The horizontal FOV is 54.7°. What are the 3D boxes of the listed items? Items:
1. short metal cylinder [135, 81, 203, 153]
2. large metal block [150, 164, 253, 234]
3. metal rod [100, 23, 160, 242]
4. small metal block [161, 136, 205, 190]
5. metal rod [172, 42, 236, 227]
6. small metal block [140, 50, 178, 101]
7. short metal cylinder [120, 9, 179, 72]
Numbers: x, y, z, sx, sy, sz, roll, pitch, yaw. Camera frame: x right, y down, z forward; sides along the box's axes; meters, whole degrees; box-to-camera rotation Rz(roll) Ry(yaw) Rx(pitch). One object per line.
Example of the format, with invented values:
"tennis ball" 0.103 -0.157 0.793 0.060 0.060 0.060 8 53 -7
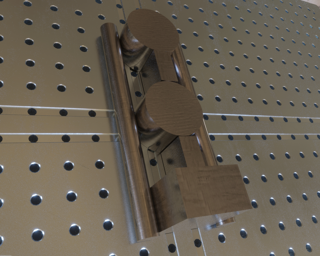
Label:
"short metal cylinder" 0.009 -0.014 0.405 0.081 0.050 0.080 14 56 -21
"large metal block" 0.039 0.080 0.345 0.081 0.080 0.050 1 62 -28
"metal rod" -0.044 -0.014 0.392 0.025 0.025 0.299 1 61 -28
"small metal block" 0.028 0.043 0.380 0.025 0.050 0.050 0 62 -28
"metal rod" 0.049 -0.014 0.442 0.025 0.025 0.299 1 61 -28
"small metal block" -0.003 -0.072 0.433 0.025 0.050 0.050 1 62 -28
"short metal cylinder" -0.019 -0.129 0.460 0.081 0.050 0.080 14 56 -21
